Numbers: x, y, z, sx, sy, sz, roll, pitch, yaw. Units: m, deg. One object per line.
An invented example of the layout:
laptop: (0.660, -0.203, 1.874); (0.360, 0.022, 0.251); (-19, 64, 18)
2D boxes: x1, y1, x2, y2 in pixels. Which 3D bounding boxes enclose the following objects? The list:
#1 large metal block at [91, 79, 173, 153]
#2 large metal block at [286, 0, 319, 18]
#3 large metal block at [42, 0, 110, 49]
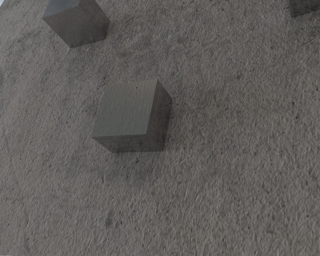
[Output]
large metal block: (-0.035, -0.014, 0.415); (0.080, 0.050, 0.080); (-4, 60, 26)
large metal block: (0.184, -0.206, 0.398); (0.050, 0.080, 0.080); (-12, 57, 22)
large metal block: (-0.152, -0.200, 0.572); (0.080, 0.080, 0.050); (-6, 59, 25)
